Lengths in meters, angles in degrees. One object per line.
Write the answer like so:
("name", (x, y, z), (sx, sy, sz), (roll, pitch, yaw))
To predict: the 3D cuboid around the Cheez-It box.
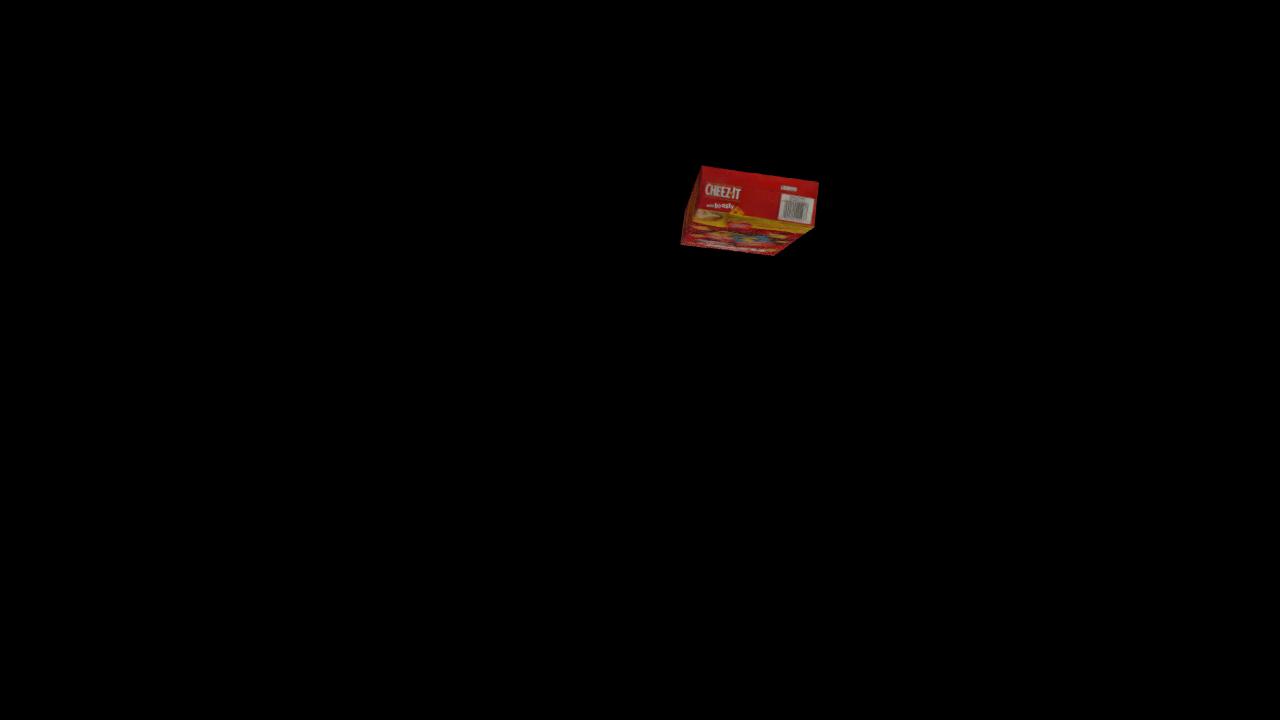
("Cheez-It box", (0.156, -0.218, 0.934), (0.166, 0.071, 0.223), (7, -2, -1))
